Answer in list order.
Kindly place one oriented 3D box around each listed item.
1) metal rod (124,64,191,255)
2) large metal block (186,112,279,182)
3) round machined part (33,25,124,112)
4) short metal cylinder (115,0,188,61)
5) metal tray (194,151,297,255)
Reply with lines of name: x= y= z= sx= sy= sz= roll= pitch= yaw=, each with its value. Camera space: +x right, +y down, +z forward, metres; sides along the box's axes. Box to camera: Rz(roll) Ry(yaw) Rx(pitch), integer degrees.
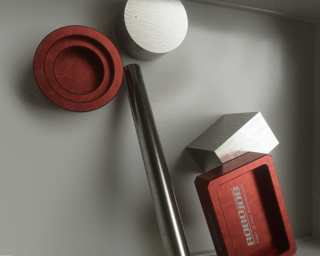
metal rod: x=-0.001 y=0.059 z=0.345 sx=0.025 sy=0.025 sz=0.299 roll=-7 pitch=67 yaw=-20
large metal block: x=0.095 y=0.023 z=0.418 sx=0.080 sy=0.080 sz=0.050 roll=-39 pitch=103 yaw=-16
round machined part: x=-0.096 y=-0.067 z=0.366 sx=0.099 sy=0.042 sz=0.097 roll=0 pitch=90 yaw=-21
short metal cylinder: x=-0.012 y=-0.130 z=0.394 sx=0.081 sy=0.050 sz=0.079 roll=0 pitch=90 yaw=-21
metal tray: x=0.102 y=0.103 z=0.362 sx=0.091 sy=0.030 sz=0.129 roll=-21 pitch=98 yaw=-20
